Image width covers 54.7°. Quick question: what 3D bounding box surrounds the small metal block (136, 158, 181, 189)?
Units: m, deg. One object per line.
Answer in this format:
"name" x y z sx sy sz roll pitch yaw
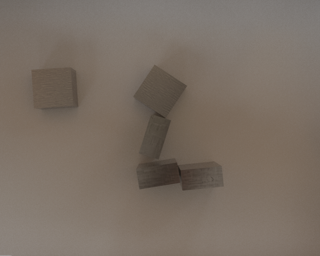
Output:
"small metal block" -0.002 0.058 0.399 0.050 0.050 0.025 -9 90 0

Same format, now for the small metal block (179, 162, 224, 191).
"small metal block" 0.051 0.061 0.400 0.050 0.050 0.025 -6 90 -1

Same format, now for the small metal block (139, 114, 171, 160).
"small metal block" -0.006 0.011 0.399 0.025 0.050 0.050 18 90 0

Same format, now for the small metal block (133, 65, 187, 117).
"small metal block" 0.000 -0.047 0.411 0.050 0.025 0.050 33 90 -1

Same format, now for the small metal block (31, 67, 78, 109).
"small metal block" -0.138 -0.052 0.410 0.050 0.025 0.050 -4 90 -1
